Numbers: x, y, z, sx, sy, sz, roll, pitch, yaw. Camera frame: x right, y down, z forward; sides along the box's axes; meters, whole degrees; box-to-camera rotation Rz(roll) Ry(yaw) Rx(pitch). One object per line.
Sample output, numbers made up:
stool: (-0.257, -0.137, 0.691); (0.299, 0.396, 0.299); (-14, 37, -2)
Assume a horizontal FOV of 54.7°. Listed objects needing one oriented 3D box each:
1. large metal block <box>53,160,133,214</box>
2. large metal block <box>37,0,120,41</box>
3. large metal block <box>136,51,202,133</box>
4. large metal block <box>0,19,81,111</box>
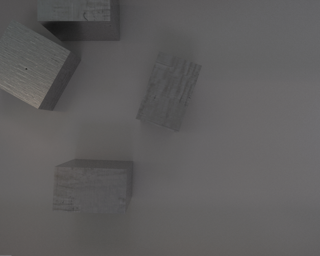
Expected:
large metal block: (-0.078, 0.069, 0.383); (0.081, 0.080, 0.050); (2, 90, 0)
large metal block: (-0.095, -0.144, 0.383); (0.081, 0.080, 0.050); (0, 90, 0)
large metal block: (0.010, -0.040, 0.384); (0.050, 0.080, 0.080); (19, 90, 0)
large metal block: (-0.162, -0.077, 0.397); (0.080, 0.050, 0.080); (29, 90, 0)
